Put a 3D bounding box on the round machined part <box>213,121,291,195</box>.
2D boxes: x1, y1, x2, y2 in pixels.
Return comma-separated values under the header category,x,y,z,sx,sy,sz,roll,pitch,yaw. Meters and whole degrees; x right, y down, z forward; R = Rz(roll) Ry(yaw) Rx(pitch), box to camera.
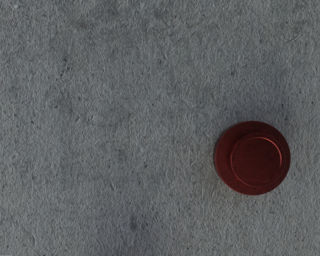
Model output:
category,x,y,z,sx,sy,sz,roll,pitch,yaw
round machined part,0.121,0.039,0.402,0.099,0.042,0.097,0,90,0
